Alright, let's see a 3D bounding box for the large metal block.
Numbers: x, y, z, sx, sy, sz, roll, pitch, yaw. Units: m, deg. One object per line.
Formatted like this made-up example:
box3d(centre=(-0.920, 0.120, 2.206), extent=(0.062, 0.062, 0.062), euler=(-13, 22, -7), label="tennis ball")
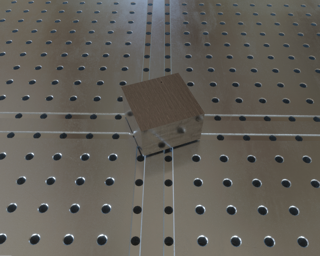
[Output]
box3d(centre=(0.002, -0.019, 0.404), extent=(0.081, 0.050, 0.080), euler=(-16, 52, -14), label="large metal block")
